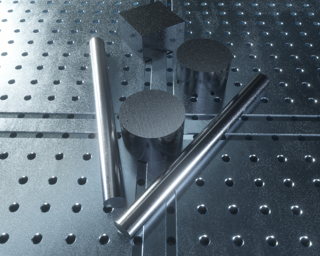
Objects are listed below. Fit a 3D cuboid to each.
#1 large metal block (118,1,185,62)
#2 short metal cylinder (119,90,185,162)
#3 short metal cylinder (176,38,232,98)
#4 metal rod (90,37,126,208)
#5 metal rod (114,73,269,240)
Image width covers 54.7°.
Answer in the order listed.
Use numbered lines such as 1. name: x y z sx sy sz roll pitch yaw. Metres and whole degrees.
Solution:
1. large metal block: -0.015 -0.168 0.532 0.081 0.050 0.080 -25 55 -20
2. short metal cylinder: -0.009 -0.003 0.394 0.081 0.050 0.080 0 50 0
3. short metal cylinder: 0.064 -0.091 0.468 0.081 0.050 0.080 0 50 0
4. metal rod: -0.078 -0.031 0.432 0.025 0.025 0.300 -9 51 -7
5. metal rod: 0.058 0.017 0.393 0.025 0.025 0.301 32 57 24
